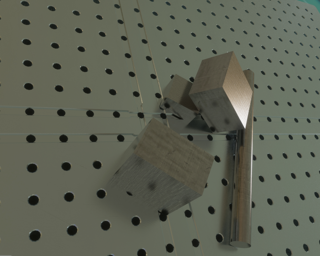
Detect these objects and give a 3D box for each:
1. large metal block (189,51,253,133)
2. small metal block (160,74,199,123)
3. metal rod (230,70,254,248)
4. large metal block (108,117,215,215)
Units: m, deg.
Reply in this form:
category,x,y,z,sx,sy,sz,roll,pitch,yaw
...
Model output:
category,x,y,z,sx,sy,sz,roll,pitch,yaw
large metal block,0.092,-0.051,0.453,0.080,0.050,0.080,53,43,-33
small metal block,0.033,-0.044,0.455,0.050,0.025,0.050,28,52,-11
metal rod,0.126,0.024,0.464,0.025,0.025,0.300,24,53,-14
large metal block,0.000,0.046,0.346,0.080,0.080,0.050,33,51,-7
